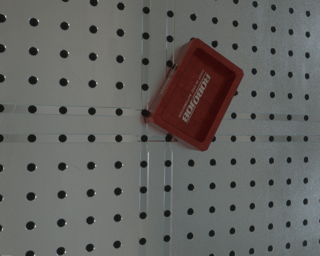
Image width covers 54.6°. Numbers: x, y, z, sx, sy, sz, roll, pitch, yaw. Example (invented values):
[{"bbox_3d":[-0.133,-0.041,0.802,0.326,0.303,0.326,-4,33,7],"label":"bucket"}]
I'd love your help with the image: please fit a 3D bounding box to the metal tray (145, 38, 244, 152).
[{"bbox_3d":[0.049,-0.044,0.427,0.090,0.030,0.130,30,80,-18],"label":"metal tray"}]
